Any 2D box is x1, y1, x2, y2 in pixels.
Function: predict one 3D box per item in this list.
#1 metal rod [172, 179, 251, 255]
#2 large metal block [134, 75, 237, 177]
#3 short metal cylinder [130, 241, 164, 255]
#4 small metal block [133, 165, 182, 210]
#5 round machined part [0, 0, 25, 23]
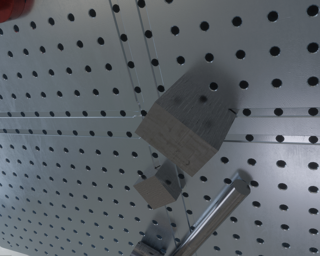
[{"bbox_3d":[0.054,0.181,0.494,0.025,0.025,0.298,32,129,7],"label":"metal rod"},{"bbox_3d":[0.032,-0.005,0.356,0.080,0.080,0.050,38,129,2],"label":"large metal block"},{"bbox_3d":[-0.033,0.249,0.548,0.050,0.080,0.079,26,128,12],"label":"short metal cylinder"},{"bbox_3d":[-0.004,0.091,0.470,0.050,0.025,0.050,-32,101,38],"label":"small metal block"},{"bbox_3d":[-0.231,-0.187,0.406,0.098,0.042,0.097,13,124,21],"label":"round machined part"}]
